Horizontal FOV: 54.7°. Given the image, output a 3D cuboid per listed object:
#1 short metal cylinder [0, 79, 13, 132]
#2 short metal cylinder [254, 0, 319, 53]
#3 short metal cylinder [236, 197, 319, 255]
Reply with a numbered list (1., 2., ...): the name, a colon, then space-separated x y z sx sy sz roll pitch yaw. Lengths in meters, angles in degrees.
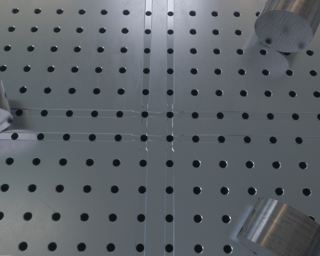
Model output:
1. short metal cylinder: -0.235 -0.027 0.390 0.080 0.080 0.050 -21 72 -7
2. short metal cylinder: 0.183 -0.154 0.440 0.080 0.080 0.050 27 72 9
3. short metal cylinder: 0.133 0.120 0.339 0.080 0.080 0.050 33 74 11
